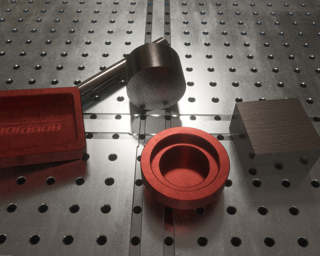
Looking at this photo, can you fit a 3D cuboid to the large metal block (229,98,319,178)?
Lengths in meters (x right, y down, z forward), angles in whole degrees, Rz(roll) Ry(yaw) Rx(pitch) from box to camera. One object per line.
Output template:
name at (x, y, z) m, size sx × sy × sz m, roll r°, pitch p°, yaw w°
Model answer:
large metal block at (0.139, 0.011, 0.384) m, size 0.081 × 0.050 × 0.080 m, roll -5°, pitch 50°, yaw -4°

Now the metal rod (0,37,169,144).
metal rod at (-0.100, -0.062, 0.458) m, size 0.302 × 0.025 × 0.025 m, roll -37°, pitch 60°, yaw -27°

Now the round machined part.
round machined part at (0.028, 0.049, 0.356) m, size 0.099 × 0.042 × 0.098 m, roll 0°, pitch 50°, yaw 0°

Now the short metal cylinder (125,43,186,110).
short metal cylinder at (-0.007, -0.070, 0.431) m, size 0.081 × 0.080 × 0.050 m, roll -5°, pitch 50°, yaw -5°

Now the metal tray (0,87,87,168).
metal tray at (-0.161, -0.002, 0.378) m, size 0.131 × 0.030 × 0.090 m, roll -5°, pitch 64°, yaw -16°
